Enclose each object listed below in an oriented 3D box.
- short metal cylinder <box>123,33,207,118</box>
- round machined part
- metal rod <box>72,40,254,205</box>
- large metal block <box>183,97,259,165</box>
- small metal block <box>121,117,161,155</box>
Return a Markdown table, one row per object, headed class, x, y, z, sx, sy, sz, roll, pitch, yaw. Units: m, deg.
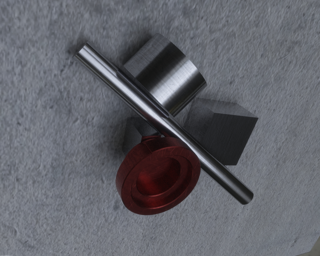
| class | x | y | z | sx | sy | sz | roll | pitch | yaw |
| --- | --- | --- | --- | --- | --- | --- | --- | --- | --- |
| short metal cylinder | 0.005 | -0.057 | 0.342 | 0.050 | 0.080 | 0.080 | -45 | 130 | 2 |
| round machined part | -0.005 | 0.051 | 0.364 | 0.099 | 0.042 | 0.097 | -14 | 126 | -20 |
| metal rod | 0.021 | 0.009 | 0.379 | 0.025 | 0.025 | 0.300 | -47 | 115 | 4 |
| large metal block | 0.080 | 0.006 | 0.442 | 0.081 | 0.050 | 0.079 | 4 | 116 | -31 |
| small metal block | -0.025 | 0.019 | 0.392 | 0.025 | 0.050 | 0.050 | -2 | 120 | -28 |
